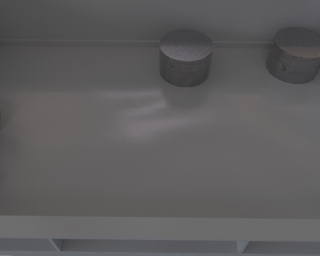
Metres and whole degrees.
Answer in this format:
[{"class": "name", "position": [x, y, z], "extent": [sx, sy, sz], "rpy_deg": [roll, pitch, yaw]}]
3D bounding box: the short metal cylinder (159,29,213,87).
[{"class": "short metal cylinder", "position": [0.039, -0.109, 0.480], "extent": [0.080, 0.050, 0.080], "rpy_deg": [0, 50, 0]}]

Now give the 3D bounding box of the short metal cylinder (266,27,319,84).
[{"class": "short metal cylinder", "position": [0.214, -0.114, 0.486], "extent": [0.080, 0.050, 0.080], "rpy_deg": [0, 50, 0]}]
